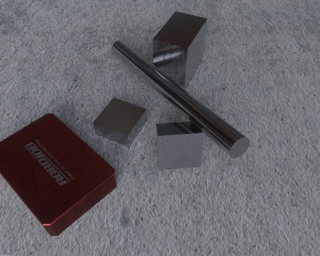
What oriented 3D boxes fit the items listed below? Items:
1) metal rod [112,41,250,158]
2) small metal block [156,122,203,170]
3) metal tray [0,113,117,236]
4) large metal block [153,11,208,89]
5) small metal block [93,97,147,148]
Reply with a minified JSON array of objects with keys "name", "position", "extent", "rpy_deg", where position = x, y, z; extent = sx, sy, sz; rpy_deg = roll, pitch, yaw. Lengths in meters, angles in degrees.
[{"name":"metal rod","position":[0.005,-0.057,0.409],"extent":[0.025,0.025,0.300],"rpy_deg":[-24,42,-19]},{"name":"small metal block","position":[0.022,0.021,0.367],"extent":[0.050,0.050,0.025],"rpy_deg":[-4,34,-4]},{"name":"metal tray","position":[-0.125,0.047,0.359],"extent":[0.130,0.030,0.091],"rpy_deg":[37,59,26]},{"name":"large metal block","position":[0.030,-0.114,0.464],"extent":[0.050,0.080,0.080],"rpy_deg":[19,53,15]},{"name":"small metal block","position":[-0.051,-0.008,0.409],"extent":[0.050,0.025,0.050],"rpy_deg":[20,53,16]}]
